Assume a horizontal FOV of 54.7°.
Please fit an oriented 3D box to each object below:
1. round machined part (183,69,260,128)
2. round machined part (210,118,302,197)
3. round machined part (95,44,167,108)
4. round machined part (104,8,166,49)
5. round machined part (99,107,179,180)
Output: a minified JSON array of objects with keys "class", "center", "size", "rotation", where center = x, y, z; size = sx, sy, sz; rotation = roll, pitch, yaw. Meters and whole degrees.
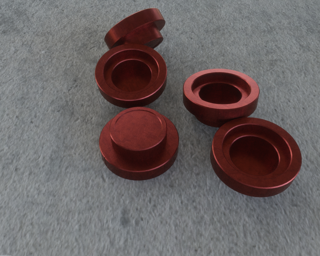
[{"class":"round machined part","center":[0.080,-0.037,0.418],"size":[0.099,0.042,0.098],"rotation":[-2,40,2]},{"class":"round machined part","center":[0.108,0.037,0.362],"size":[0.099,0.042,0.098],"rotation":[0,50,0]},{"class":"round machined part","center":[-0.039,-0.069,0.441],"size":[0.099,0.042,0.098],"rotation":[0,63,0]},{"class":"round machined part","center":[-0.034,-0.142,0.487],"size":[0.099,0.098,0.042],"rotation":[-29,92,-23]},{"class":"round machined part","center":[-0.026,0.012,0.382],"size":[0.099,0.042,0.098],"rotation":[0,50,0]}]
